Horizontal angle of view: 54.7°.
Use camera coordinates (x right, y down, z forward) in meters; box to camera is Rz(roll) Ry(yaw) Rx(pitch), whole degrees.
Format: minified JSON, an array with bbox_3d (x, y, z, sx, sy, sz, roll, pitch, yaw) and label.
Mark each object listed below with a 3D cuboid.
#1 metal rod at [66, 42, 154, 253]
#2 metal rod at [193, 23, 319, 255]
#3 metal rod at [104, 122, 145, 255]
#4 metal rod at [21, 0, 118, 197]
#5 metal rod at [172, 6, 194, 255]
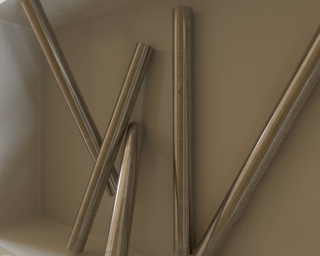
[{"bbox_3d":[-0.069,0.028,0.428,0.025,0.025,0.298,21,93,37],"label":"metal rod"},{"bbox_3d":[0.099,0.041,0.323,0.025,0.025,0.298,36,112,34],"label":"metal rod"},{"bbox_3d":[-0.044,0.115,0.341,0.025,0.025,0.300,-30,39,36],"label":"metal rod"},{"bbox_3d":[-0.123,-0.041,0.447,0.025,0.025,0.299,-20,96,38],"label":"metal rod"},{"bbox_3d":[0.028,0.003,0.381,0.025,0.025,0.298,0,90,39],"label":"metal rod"}]
